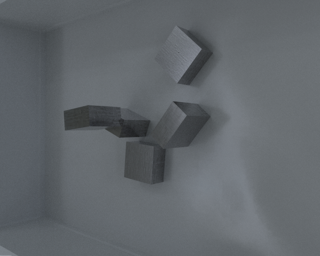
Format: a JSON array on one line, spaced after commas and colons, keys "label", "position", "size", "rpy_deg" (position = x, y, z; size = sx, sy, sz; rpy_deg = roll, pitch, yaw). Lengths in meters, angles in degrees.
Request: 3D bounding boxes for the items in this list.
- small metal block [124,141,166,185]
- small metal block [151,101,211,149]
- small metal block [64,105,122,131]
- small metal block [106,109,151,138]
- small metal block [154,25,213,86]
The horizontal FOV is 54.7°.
[{"label": "small metal block", "position": [-0.021, 0.046, 0.422], "size": [0.050, 0.025, 0.050], "rpy_deg": [7, 94, 39]}, {"label": "small metal block", "position": [0.025, -0.003, 0.368], "size": [0.025, 0.050, 0.050], "rpy_deg": [49, 119, 29]}, {"label": "small metal block", "position": [-0.085, -0.012, 0.393], "size": [0.050, 0.050, 0.025], "rpy_deg": [-8, 85, 39]}, {"label": "small metal block", "position": [-0.051, -0.008, 0.430], "size": [0.050, 0.050, 0.025], "rpy_deg": [27, 107, 36]}, {"label": "small metal block", "position": [0.028, -0.089, 0.382], "size": [0.050, 0.025, 0.050], "rpy_deg": [51, 120, 27]}]
